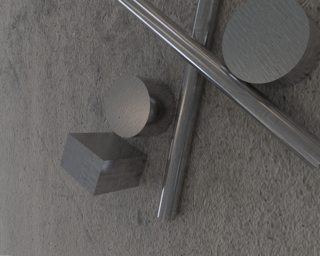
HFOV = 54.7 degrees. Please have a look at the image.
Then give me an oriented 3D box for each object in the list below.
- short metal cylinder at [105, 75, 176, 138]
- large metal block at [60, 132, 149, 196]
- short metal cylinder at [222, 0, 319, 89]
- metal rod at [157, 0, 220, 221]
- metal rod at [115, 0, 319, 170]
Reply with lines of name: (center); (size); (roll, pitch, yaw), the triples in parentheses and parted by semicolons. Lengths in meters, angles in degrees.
short metal cylinder: (-0.026, -0.028, 0.411); (0.080, 0.050, 0.079); (0, 90, 40)
large metal block: (-0.078, 0.046, 0.433); (0.080, 0.081, 0.050); (30, 109, 36)
short metal cylinder: (0.108, -0.080, 0.299); (0.080, 0.050, 0.079); (0, 90, 40)
metal rod: (0.035, -0.032, 0.375); (0.025, 0.025, 0.298); (17, 101, 38)
metal rod: (0.050, -0.071, 0.335); (0.300, 0.025, 0.025); (45, 118, 20)
